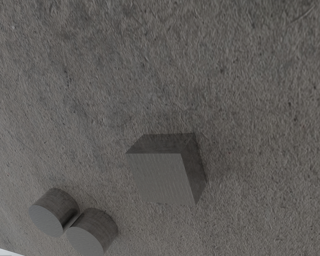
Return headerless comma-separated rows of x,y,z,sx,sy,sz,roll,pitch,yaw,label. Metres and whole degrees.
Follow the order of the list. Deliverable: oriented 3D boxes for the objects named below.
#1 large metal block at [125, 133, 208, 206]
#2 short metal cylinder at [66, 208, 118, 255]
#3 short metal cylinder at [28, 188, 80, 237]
0.011,0.055,0.419,0.080,0.050,0.080,-3,117,29,large metal block
-0.126,0.197,0.578,0.080,0.050,0.079,13,124,21,short metal cylinder
-0.204,0.163,0.599,0.080,0.050,0.079,13,124,21,short metal cylinder
